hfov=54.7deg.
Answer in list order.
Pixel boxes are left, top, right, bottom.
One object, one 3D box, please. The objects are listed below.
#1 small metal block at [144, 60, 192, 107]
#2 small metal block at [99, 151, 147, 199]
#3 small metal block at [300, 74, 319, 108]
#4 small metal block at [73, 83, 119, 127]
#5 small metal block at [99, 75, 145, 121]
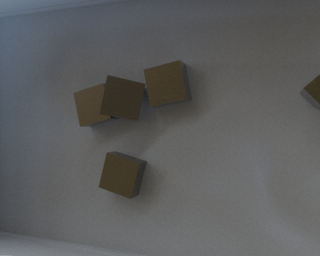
[{"bbox_3d":[0.010,-0.056,0.407,0.050,0.025,0.050,-11,86,19],"label":"small metal block"},{"bbox_3d":[-0.052,0.064,0.429,0.050,0.025,0.050,15,95,19],"label":"small metal block"},{"bbox_3d":[0.182,-0.048,0.333,0.050,0.050,0.025,-43,77,15],"label":"small metal block"},{"bbox_3d":[-0.091,-0.032,0.443,0.050,0.025,0.050,-14,85,19],"label":"small metal block"},{"bbox_3d":[-0.051,-0.038,0.413,0.050,0.025,0.050,12,86,-13],"label":"small metal block"}]
